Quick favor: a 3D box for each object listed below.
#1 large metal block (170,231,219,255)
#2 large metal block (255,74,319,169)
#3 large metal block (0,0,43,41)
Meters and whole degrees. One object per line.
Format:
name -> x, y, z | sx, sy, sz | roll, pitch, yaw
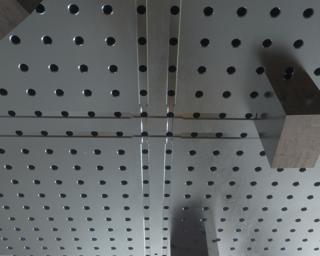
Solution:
large metal block -> 0.068, 0.256, 0.593 | 0.080, 0.080, 0.050 | -27, 125, 21
large metal block -> 0.154, -0.009, 0.369 | 0.050, 0.080, 0.080 | -1, 130, 1
large metal block -> -0.147, -0.129, 0.264 | 0.050, 0.080, 0.080 | -29, 125, 22
